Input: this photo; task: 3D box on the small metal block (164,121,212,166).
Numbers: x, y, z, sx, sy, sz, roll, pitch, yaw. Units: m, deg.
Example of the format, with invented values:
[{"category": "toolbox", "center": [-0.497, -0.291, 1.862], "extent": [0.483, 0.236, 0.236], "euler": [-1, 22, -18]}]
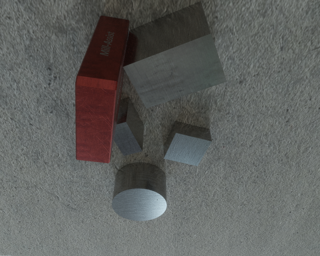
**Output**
[{"category": "small metal block", "center": [0.037, 0.022, 0.426], "extent": [0.050, 0.025, 0.050], "euler": [14, 129, -12]}]

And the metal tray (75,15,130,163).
[{"category": "metal tray", "center": [-0.054, -0.042, 0.302], "extent": [0.030, 0.130, 0.089], "euler": [7, 130, -6]}]

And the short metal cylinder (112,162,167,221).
[{"category": "short metal cylinder", "center": [-0.030, 0.098, 0.474], "extent": [0.081, 0.050, 0.079], "euler": [0, 130, 0]}]

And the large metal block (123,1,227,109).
[{"category": "large metal block", "center": [0.014, -0.074, 0.308], "extent": [0.080, 0.080, 0.050], "euler": [-18, 128, 14]}]

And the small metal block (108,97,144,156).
[{"category": "small metal block", "center": [-0.042, -0.002, 0.389], "extent": [0.025, 0.050, 0.050], "euler": [-15, 129, 12]}]
